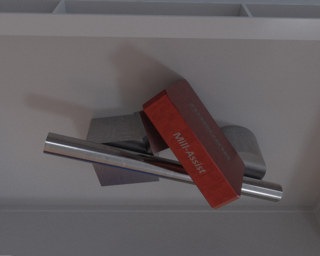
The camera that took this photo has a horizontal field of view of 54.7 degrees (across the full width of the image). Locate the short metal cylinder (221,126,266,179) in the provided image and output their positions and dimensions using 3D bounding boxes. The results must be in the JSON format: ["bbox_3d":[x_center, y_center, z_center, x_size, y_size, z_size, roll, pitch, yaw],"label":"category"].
[{"bbox_3d":[0.100,0.044,0.430,0.081,0.050,0.079,0,130,0],"label":"short metal cylinder"}]

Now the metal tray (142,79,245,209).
[{"bbox_3d":[0.043,0.012,0.343,0.030,0.090,0.130,-34,93,24],"label":"metal tray"}]

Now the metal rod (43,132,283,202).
[{"bbox_3d":[0.014,0.052,0.385,0.302,0.025,0.025,14,129,-12],"label":"metal rod"}]

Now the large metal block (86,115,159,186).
[{"bbox_3d":[-0.046,0.030,0.416,0.080,0.050,0.080,-6,130,4],"label":"large metal block"}]

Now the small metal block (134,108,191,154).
[{"bbox_3d":[0.003,-0.003,0.361,0.050,0.025,0.050,-20,97,-18],"label":"small metal block"}]
